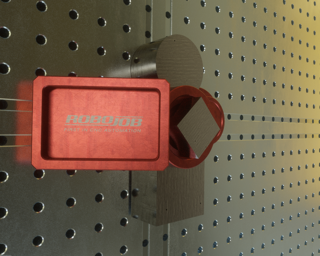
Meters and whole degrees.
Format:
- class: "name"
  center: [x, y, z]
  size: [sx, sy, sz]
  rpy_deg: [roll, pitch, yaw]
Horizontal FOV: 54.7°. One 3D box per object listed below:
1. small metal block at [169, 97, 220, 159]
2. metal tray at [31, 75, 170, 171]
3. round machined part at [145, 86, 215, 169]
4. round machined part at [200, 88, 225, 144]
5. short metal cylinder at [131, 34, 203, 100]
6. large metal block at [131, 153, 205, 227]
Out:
- class: "small metal block"
  center: [0.037, -0.001, 0.360]
  size: [0.050, 0.025, 0.050]
  rpy_deg: [-49, 119, -29]
- class: "metal tray"
  center: [-0.057, -0.004, 0.311]
  size: [0.131, 0.030, 0.089]
  rpy_deg: [1, 89, -3]
- class: "round machined part"
  center: [0.020, -0.001, 0.377]
  size: [0.099, 0.042, 0.097]
  rpy_deg: [0, 90, -40]
- class: "round machined part"
  center: [0.055, -0.010, 0.442]
  size: [0.099, 0.042, 0.097]
  rpy_deg: [0, 90, -40]
- class: "short metal cylinder"
  center: [0.010, -0.075, 0.400]
  size: [0.081, 0.050, 0.080]
  rpy_deg: [0, 90, -40]
- class: "large metal block"
  center: [0.011, 0.073, 0.398]
  size: [0.081, 0.050, 0.080]
  rpy_deg: [1, 90, -40]
